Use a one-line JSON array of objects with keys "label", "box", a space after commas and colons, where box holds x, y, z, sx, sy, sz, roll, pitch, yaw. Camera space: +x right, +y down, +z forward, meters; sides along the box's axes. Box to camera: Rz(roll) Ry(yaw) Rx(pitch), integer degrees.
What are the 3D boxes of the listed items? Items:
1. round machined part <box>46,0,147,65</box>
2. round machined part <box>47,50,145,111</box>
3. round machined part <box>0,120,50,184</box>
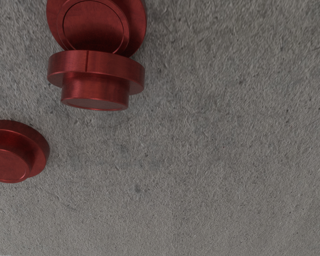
[{"label": "round machined part", "box": [-0.062, -0.104, 0.307, 0.099, 0.042, 0.097, 0, 130, 0]}, {"label": "round machined part", "box": [-0.066, -0.044, 0.322, 0.099, 0.042, 0.098, 3, 173, 1]}, {"label": "round machined part", "box": [-0.208, 0.039, 0.427, 0.099, 0.042, 0.097, 0, 130, 0]}]
